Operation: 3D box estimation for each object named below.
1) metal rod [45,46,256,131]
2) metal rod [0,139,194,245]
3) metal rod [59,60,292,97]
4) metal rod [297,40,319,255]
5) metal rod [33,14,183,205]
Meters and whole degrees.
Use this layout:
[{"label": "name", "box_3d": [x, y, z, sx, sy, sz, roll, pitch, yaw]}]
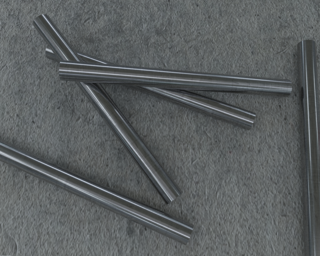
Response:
[{"label": "metal rod", "box_3d": [-0.018, -0.060, 0.429, 0.301, 0.025, 0.025, 20, 71, 7]}, {"label": "metal rod", "box_3d": [-0.103, 0.069, 0.381, 0.301, 0.025, 0.025, 22, 72, 7]}, {"label": "metal rod", "box_3d": [0.027, -0.063, 0.404, 0.302, 0.025, 0.025, 3, 70, -10]}, {"label": "metal rod", "box_3d": [0.196, 0.018, 0.402, 0.025, 0.025, 0.299, 7, 70, 2]}, {"label": "metal rod", "box_3d": [-0.073, -0.031, 0.402, 0.025, 0.025, 0.300, -36, 80, -12]}]
